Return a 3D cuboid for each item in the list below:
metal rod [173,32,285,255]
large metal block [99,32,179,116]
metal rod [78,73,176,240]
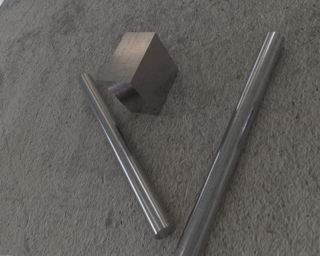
[{"bbox_3d":[0.084,0.014,0.351,0.025,0.025,0.300,14,69,34],"label":"metal rod"},{"bbox_3d":[-0.025,-0.073,0.427,0.050,0.080,0.080,11,67,33],"label":"large metal block"},{"bbox_3d":[-0.060,0.015,0.425,0.025,0.025,0.300,-37,51,3],"label":"metal rod"}]
